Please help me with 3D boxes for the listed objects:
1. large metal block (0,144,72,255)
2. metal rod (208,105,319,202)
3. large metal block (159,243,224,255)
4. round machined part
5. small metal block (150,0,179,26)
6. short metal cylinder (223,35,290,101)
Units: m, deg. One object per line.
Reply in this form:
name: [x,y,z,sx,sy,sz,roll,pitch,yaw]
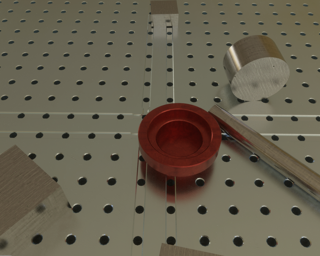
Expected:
large metal block: [-0.156,0.077,0.325,0.080,0.050,0.080,33,57,25]
metal rod: [0.174,0.063,0.355,0.025,0.025,0.300,-36,59,-26]
large metal block: [0.033,0.154,0.262,0.080,0.050,0.080,9,51,7]
round machined part: [0.024,0.018,0.381,0.099,0.042,0.098,0,50,0]
small metal block: [0.008,-0.220,0.592,0.050,0.025,0.050,-2,50,-2]
short metal cylinder: [0.136,-0.084,0.444,0.081,0.080,0.050,-4,50,-4]
